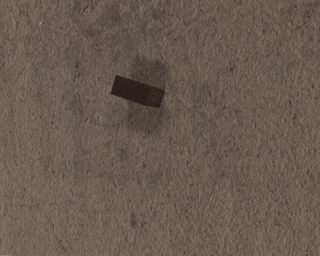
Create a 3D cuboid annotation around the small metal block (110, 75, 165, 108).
[{"bbox_3d":[-0.028,-0.047,0.405,0.050,0.050,0.025,20,97,18],"label":"small metal block"}]
